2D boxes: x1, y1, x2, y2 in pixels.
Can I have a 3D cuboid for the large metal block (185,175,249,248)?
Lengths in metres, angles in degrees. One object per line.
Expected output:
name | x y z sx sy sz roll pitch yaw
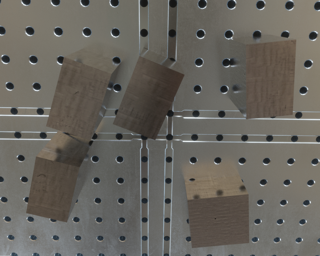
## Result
large metal block | 0.081 0.119 0.444 0.080 0.050 0.080 -6 110 2

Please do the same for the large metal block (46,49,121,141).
large metal block | -0.087 -0.043 0.368 0.050 0.080 0.080 19 109 -7

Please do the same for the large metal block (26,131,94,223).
large metal block | -0.128 0.061 0.405 0.050 0.080 0.079 15 109 -6

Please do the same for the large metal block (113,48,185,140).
large metal block | -0.013 -0.044 0.368 0.050 0.080 0.080 21 109 -8

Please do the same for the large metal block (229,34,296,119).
large metal block | 0.115 -0.063 0.362 0.050 0.080 0.080 -5 110 2
